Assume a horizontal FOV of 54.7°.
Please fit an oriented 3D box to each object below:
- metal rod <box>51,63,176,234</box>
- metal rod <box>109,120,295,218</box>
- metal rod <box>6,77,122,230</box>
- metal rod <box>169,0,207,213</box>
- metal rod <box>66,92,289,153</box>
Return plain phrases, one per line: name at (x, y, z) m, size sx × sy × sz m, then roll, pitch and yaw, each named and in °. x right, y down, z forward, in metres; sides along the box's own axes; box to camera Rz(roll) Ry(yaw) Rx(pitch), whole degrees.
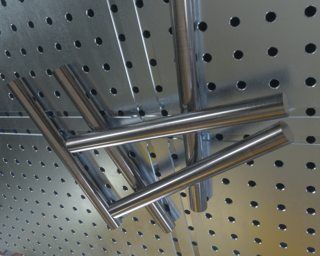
metal rod at (-0.063, 0.040, 0.466) m, size 0.025 × 0.025 × 0.299 m, roll -22°, pitch 107°, yaw 36°
metal rod at (0.028, 0.067, 0.402) m, size 0.299 × 0.025 × 0.025 m, roll -33°, pitch 100°, yaw 38°
metal rod at (-0.153, 0.051, 0.520) m, size 0.025 × 0.025 × 0.299 m, roll -20°, pitch 108°, yaw 35°
metal rod at (0.038, -0.016, 0.380) m, size 0.025 × 0.025 × 0.298 m, roll 6°, pitch 121°, yaw 25°
metal rod at (-0.003, 0.001, 0.378) m, size 0.300 × 0.025 × 0.025 m, roll -11°, pitch 113°, yaw 32°
